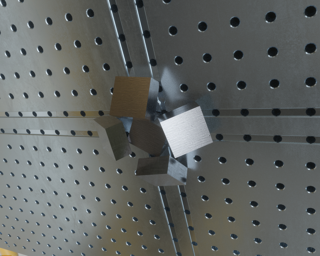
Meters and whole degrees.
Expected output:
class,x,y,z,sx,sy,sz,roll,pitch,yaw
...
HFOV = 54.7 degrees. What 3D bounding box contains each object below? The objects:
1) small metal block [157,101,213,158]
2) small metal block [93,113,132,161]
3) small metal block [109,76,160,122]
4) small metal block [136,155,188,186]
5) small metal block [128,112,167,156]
class,x,y,z,sx,sy,sz,roll,pitch,yaw
small metal block,0.031,0.002,0.380,0.050,0.025,0.050,-23,110,-1
small metal block,-0.067,0.012,0.437,0.050,0.025,0.050,29,138,56
small metal block,-0.032,-0.037,0.388,0.050,0.025,0.050,6,85,25
small metal block,0.003,0.061,0.430,0.050,0.025,0.050,-9,150,32
small metal block,-0.012,0.006,0.419,0.050,0.025,0.050,28,128,10
